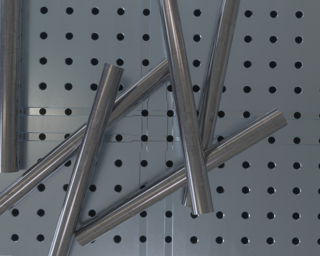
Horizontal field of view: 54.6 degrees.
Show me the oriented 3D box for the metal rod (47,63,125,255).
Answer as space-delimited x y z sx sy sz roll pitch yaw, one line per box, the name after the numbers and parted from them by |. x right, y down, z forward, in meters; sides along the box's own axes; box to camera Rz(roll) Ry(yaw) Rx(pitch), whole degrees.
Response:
-0.101 0.065 0.395 0.025 0.025 0.298 18 97 0 | metal rod

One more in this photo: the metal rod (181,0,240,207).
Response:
0.069 -0.044 0.413 0.025 0.025 0.299 11 90 0 | metal rod

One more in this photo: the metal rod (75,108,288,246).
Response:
0.020 0.066 0.392 0.300 0.025 0.025 -33 90 8 | metal rod

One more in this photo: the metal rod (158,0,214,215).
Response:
0.028 -0.048 0.382 0.025 0.025 0.299 -8 78 0 | metal rod

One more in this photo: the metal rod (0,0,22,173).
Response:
-0.199 -0.091 0.412 0.025 0.025 0.298 1 90 0 | metal rod

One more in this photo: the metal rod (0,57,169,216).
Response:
-0.102 0.011 0.412 0.300 0.025 0.025 -39 90 0 | metal rod
